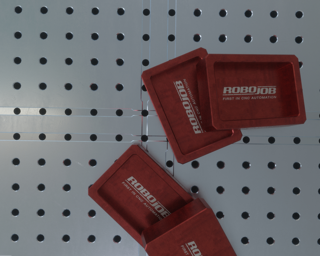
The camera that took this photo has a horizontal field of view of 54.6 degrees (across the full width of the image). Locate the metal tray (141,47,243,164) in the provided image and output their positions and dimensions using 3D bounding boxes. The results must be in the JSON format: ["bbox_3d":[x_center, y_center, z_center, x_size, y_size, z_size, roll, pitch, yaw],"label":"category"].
[{"bbox_3d":[0.041,-0.029,0.411,0.090,0.030,0.130,-23,90,0],"label":"metal tray"}]

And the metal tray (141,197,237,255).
[{"bbox_3d":[0.046,0.164,0.389,0.090,0.030,0.130,-30,107,-5],"label":"metal tray"}]

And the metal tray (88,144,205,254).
[{"bbox_3d":[-0.017,0.095,0.410,0.130,0.030,0.090,44,90,0],"label":"metal tray"}]

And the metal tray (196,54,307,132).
[{"bbox_3d":[0.115,-0.045,0.389,0.131,0.030,0.090,-4,84,-17],"label":"metal tray"}]
